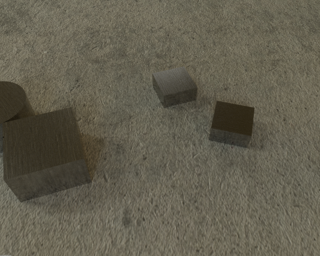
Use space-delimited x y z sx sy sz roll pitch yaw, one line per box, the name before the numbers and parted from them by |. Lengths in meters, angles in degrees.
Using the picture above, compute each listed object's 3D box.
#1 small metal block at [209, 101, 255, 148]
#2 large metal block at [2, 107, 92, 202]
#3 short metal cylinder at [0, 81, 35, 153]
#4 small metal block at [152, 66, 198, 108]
small metal block | 0.095 -0.006 0.409 0.050 0.025 0.050 12 51 9
large metal block | -0.131 0.029 0.362 0.081 0.050 0.080 -15 52 -12
short metal cylinder | -0.206 -0.015 0.398 0.081 0.050 0.080 0 50 0
small metal block | 0.021 -0.061 0.454 0.050 0.025 0.050 -15 52 -12
